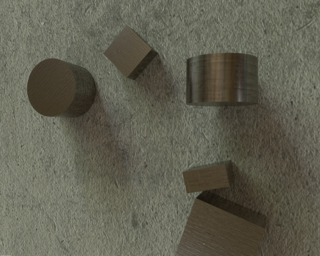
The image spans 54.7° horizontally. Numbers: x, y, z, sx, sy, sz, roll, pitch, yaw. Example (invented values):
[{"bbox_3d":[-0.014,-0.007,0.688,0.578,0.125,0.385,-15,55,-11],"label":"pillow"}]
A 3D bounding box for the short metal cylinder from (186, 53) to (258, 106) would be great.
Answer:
[{"bbox_3d":[0.070,-0.052,0.355,0.080,0.080,0.050,0,90,20],"label":"short metal cylinder"}]

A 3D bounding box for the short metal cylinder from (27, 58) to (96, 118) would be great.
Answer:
[{"bbox_3d":[-0.140,-0.055,0.445,0.080,0.050,0.080,0,90,20],"label":"short metal cylinder"}]

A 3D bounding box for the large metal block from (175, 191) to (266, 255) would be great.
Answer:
[{"bbox_3d":[0.072,0.131,0.370,0.080,0.050,0.080,21,97,18],"label":"large metal block"}]

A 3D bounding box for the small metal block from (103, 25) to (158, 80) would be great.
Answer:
[{"bbox_3d":[-0.040,-0.102,0.423,0.050,0.025,0.050,46,104,14],"label":"small metal block"}]

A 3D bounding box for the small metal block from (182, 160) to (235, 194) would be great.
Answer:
[{"bbox_3d":[0.060,0.058,0.374,0.050,0.050,0.025,-14,86,19],"label":"small metal block"}]
